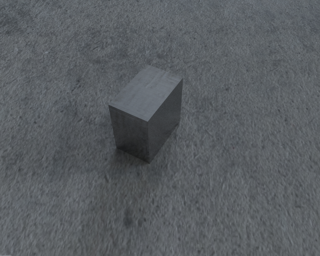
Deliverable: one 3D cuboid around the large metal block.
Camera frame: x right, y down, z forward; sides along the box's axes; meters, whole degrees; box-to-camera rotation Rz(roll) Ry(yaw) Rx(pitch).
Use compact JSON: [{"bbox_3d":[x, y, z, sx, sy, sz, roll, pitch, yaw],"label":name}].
[{"bbox_3d":[-0.014,-0.017,0.382,0.050,0.080,0.080,24,54,19],"label":"large metal block"}]
